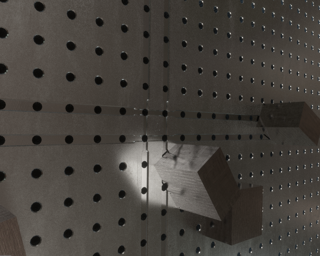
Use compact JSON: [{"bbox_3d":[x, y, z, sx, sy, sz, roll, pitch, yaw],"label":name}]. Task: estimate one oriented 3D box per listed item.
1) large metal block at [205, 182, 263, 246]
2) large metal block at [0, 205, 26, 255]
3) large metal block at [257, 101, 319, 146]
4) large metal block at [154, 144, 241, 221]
[{"bbox_3d":[0.120,0.133,0.497,0.081,0.050,0.079,2,89,-40],"label":"large metal block"},{"bbox_3d":[-0.160,0.122,0.260,0.081,0.050,0.079,-17,101,-39],"label":"large metal block"},{"bbox_3d":[0.243,-0.006,0.581,0.080,0.080,0.050,32,70,-36],"label":"large metal block"},{"bbox_3d":[0.050,0.070,0.418,0.050,0.080,0.080,-42,116,-32],"label":"large metal block"}]
